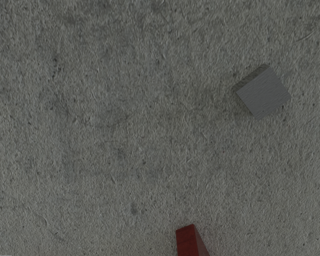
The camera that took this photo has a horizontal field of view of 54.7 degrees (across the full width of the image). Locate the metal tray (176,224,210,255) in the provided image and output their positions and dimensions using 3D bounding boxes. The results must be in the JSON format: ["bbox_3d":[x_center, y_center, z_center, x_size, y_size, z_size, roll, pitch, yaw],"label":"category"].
[{"bbox_3d":[0.064,0.221,0.457,0.030,0.090,0.129,-23,109,8],"label":"metal tray"}]

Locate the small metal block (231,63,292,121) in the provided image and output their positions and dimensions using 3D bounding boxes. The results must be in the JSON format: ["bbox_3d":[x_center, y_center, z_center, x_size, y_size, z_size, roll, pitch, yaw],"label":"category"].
[{"bbox_3d":[0.129,-0.046,0.395,0.050,0.025,0.050,-38,106,12],"label":"small metal block"}]
